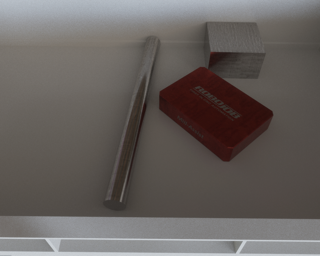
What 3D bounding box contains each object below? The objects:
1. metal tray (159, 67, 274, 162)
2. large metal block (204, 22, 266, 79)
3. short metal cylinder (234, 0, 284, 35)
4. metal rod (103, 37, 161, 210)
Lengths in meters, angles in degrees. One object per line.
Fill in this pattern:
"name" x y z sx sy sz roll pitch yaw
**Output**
"metal tray" 0.073 -0.025 0.423 0.091 0.030 0.130 -34 58 -26
"large metal block" 0.115 -0.125 0.495 0.081 0.050 0.080 1 50 1
"short metal cylinder" 0.182 -0.217 0.576 0.081 0.050 0.080 0 50 0
"metal rod" -0.030 -0.030 0.430 0.025 0.025 0.300 6 50 4
